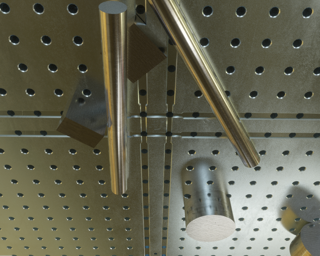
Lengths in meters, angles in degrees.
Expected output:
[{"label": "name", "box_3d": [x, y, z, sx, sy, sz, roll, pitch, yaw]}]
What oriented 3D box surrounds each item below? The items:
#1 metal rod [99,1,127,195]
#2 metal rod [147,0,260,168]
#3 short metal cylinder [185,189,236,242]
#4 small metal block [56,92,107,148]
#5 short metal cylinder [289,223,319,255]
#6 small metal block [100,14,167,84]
[{"label": "metal rod", "box_3d": [-0.053, -0.006, 0.384, 0.025, 0.025, 0.298, 3, 137, -3]}, {"label": "metal rod", "box_3d": [0.059, -0.050, 0.369, 0.025, 0.025, 0.300, -24, 127, 19]}, {"label": "short metal cylinder", "box_3d": [0.083, 0.148, 0.522, 0.081, 0.050, 0.079, 0, 130, 0]}, {"label": "small metal block", "box_3d": [-0.094, -0.010, 0.386, 0.050, 0.050, 0.025, 29, 124, -23]}, {"label": "short metal cylinder", "box_3d": [0.288, 0.224, 0.569, 0.081, 0.080, 0.050, 6, 130, -5]}, {"label": "small metal block", "box_3d": [-0.028, -0.085, 0.339, 0.050, 0.025, 0.050, -34, 123, 25]}]
